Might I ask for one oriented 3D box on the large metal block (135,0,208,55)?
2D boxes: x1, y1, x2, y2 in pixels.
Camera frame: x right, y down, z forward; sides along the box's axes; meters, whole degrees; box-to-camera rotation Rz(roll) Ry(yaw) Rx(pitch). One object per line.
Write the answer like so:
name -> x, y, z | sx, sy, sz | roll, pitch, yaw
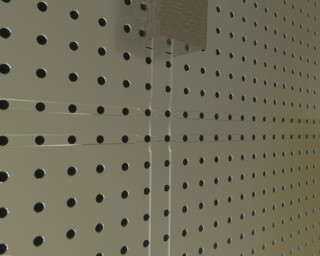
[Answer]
large metal block -> 0.016, -0.146, 0.405 | 0.081, 0.050, 0.080 | 3, 88, -40
